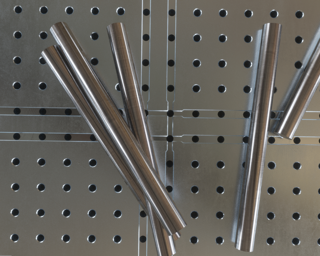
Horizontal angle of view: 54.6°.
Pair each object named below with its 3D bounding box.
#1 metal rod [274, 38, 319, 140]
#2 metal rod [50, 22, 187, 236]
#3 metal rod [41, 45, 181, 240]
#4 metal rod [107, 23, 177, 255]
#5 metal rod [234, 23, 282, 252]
[{"bbox_3d":[0.230,-0.124,0.414,0.025,0.025,0.299,26,90,0],"label":"metal rod"},{"bbox_3d":[-0.057,-0.008,0.382,0.025,0.025,0.299,-32,78,0],"label":"metal rod"},{"bbox_3d":[-0.064,0.022,0.412,0.025,0.025,0.299,-33,90,0],"label":"metal rod"},{"bbox_3d":[-0.025,0.010,0.398,0.025,0.025,0.299,-13,84,0],"label":"metal rod"},{"bbox_3d":[0.131,0.012,0.414,0.025,0.025,0.298,7,90,0],"label":"metal rod"}]
